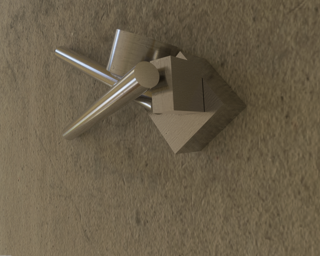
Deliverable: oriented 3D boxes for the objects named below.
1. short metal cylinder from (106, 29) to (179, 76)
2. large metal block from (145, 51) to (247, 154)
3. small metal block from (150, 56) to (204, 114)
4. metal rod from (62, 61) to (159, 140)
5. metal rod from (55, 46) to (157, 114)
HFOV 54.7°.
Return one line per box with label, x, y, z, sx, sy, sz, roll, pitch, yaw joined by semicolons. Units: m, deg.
short metal cylinder;-0.022;-0.088;0.389;0.080;0.081;0.050;26;107;36
large metal block;0.036;-0.028;0.357;0.080;0.050;0.080;-49;61;30
small metal block;0.018;-0.040;0.305;0.025;0.050;0.050;-5;87;40
metal rod;-0.083;-0.019;0.403;0.299;0.025;0.025;-22;76;59
metal rod;-0.086;-0.079;0.438;0.300;0.025;0.025;32;110;47
